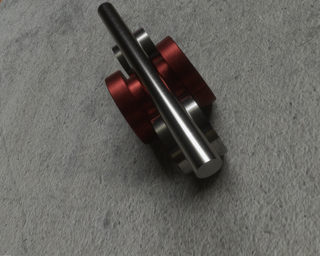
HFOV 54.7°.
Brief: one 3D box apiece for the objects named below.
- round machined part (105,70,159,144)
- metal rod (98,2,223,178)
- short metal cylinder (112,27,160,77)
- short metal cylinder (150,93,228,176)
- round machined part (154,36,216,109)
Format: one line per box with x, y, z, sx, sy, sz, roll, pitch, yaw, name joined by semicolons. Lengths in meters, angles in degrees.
-0.024;-0.031;0.387;0.042;0.098;0.098;-32;52;3;round machined part
-0.018;-0.067;0.353;0.025;0.025;0.300;-34;52;5;metal rod
-0.024;-0.094;0.438;0.050;0.080;0.080;-34;52;6;short metal cylinder
0.032;0.007;0.347;0.050;0.080;0.080;-34;52;6;short metal cylinder
0.024;-0.062;0.383;0.042;0.098;0.098;-37;51;9;round machined part
